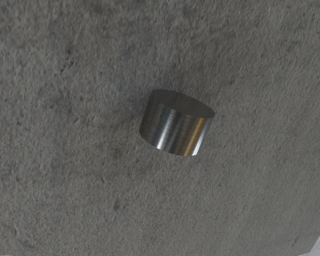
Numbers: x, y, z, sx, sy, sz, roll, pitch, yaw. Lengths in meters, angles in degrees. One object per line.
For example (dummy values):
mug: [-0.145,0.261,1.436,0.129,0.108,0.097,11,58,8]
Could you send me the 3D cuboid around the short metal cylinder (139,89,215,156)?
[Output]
short metal cylinder: [0.020,-0.008,0.379,0.081,0.080,0.050,6,115,-32]
